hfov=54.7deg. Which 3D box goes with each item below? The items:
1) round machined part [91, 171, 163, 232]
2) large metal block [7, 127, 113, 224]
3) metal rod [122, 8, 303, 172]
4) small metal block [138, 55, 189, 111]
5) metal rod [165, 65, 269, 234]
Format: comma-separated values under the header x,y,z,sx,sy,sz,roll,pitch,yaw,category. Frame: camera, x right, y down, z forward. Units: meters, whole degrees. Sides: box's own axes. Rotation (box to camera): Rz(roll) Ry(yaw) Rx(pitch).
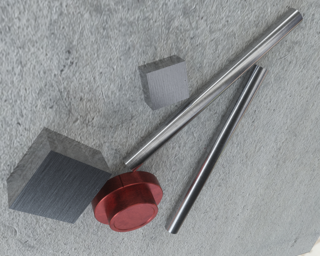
x,y,z,sx,sy,sz,roll,pitch,yaw,category
-0.041,0.107,0.427,0.099,0.042,0.097,-16,139,-14,round machined part
-0.118,0.057,0.363,0.080,0.050,0.080,31,101,-38,large metal block
0.070,-0.050,0.415,0.300,0.025,0.025,-42,130,0,metal rod
0.005,-0.055,0.377,0.050,0.025,0.050,-21,127,-16,small metal block
0.080,0.042,0.479,0.025,0.025,0.298,13,112,-34,metal rod
